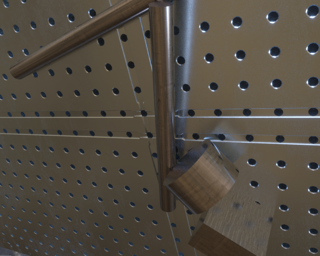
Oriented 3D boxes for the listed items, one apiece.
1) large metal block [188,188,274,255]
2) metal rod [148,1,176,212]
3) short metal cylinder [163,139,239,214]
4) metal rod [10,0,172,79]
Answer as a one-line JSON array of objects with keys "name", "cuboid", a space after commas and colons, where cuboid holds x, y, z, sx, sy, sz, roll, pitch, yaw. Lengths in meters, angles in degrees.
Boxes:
[{"name": "large metal block", "cuboid": [0.095, 0.131, 0.407, 0.080, 0.080, 0.050, 30, 128, 9]}, {"name": "metal rod", "cuboid": [0.007, -0.001, 0.393, 0.025, 0.025, 0.298, 13, 128, 21]}, {"name": "short metal cylinder", "cuboid": [0.050, 0.060, 0.386, 0.050, 0.080, 0.080, 45, 129, -4]}, {"name": "metal rod", "cuboid": [-0.096, -0.117, 0.389, 0.300, 0.025, 0.025, -14, 111, 34]}]
